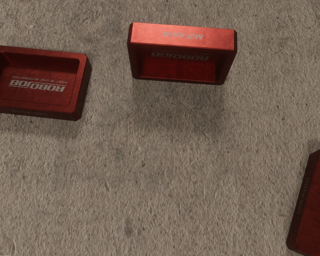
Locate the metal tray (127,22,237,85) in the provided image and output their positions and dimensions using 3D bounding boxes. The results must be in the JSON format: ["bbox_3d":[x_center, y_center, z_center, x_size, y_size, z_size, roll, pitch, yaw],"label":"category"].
[{"bbox_3d":[0.027,-0.094,0.408,0.131,0.090,0.030,4,70,1],"label":"metal tray"}]

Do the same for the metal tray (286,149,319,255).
[{"bbox_3d":[0.216,0.099,0.372,0.090,0.030,0.130,22,71,7],"label":"metal tray"}]

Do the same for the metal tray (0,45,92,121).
[{"bbox_3d":[-0.169,-0.062,0.425,0.131,0.030,0.090,6,70,2],"label":"metal tray"}]
